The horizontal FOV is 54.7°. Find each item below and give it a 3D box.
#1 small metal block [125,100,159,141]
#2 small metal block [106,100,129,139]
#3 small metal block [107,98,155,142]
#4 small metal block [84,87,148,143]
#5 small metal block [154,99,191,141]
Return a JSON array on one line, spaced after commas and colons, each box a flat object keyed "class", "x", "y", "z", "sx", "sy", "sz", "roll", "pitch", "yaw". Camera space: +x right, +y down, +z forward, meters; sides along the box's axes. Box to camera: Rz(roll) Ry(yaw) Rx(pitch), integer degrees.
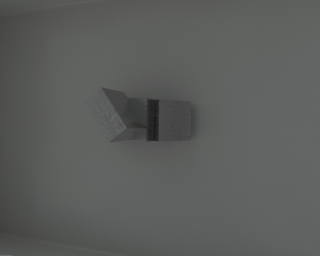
[{"class": "small metal block", "x": -0.022, "y": -0.010, "z": 0.403, "sx": 0.025, "sy": 0.050, "sz": 0.050, "roll": 1, "pitch": 90, "yaw": 20}, {"class": "small metal block", "x": -0.057, "y": -0.011, "z": 0.412, "sx": 0.025, "sy": 0.050, "sz": 0.050, "roll": 1, "pitch": 90, "yaw": -14}, {"class": "small metal block", "x": -0.034, "y": -0.010, "z": 0.367, "sx": 0.050, "sy": 0.025, "sz": 0.050, "roll": 1, "pitch": 90, "yaw": 20}, {"class": "small metal block", "x": -0.046, "y": -0.013, "z": 0.331, "sx": 0.025, "sy": 0.050, "sz": 0.050, "roll": -37, "pitch": 78, "yaw": 17}, {"class": "small metal block", "x": 0.012, "y": -0.009, "z": 0.389, "sx": 0.025, "sy": 0.050, "sz": 0.050, "roll": 1, "pitch": 90, "yaw": 54}]
